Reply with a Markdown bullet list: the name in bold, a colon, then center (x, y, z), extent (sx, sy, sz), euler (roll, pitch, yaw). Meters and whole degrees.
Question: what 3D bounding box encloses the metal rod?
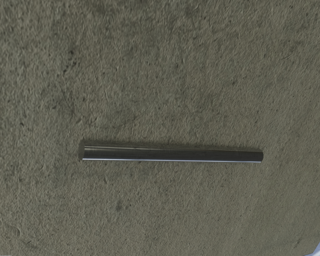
- **metal rod**: center (0.036, 0.037, 0.447), extent (0.302, 0.025, 0.025), euler (5, 116, -31)
